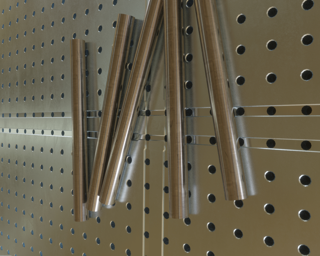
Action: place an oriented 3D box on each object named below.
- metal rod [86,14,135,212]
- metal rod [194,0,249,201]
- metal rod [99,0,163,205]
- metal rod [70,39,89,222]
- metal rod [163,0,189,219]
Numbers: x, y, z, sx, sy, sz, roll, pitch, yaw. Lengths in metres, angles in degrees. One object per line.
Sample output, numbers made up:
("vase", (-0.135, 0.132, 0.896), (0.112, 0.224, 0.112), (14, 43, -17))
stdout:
("metal rod", (-0.077, -0.017, 0.469), (0.025, 0.025, 0.298), (18, 101, 38))
("metal rod", (0.064, -0.070, 0.355), (0.025, 0.025, 0.298), (-13, 82, 39))
("metal rod", (-0.042, -0.029, 0.441), (0.025, 0.025, 0.298), (25, 106, 37))
("metal rod", (-0.134, 0.003, 0.516), (0.025, 0.025, 0.298), (-3, 88, 39))
("metal rod", (0.020, -0.039, 0.391), (0.025, 0.025, 0.298), (-3, 88, 39))
